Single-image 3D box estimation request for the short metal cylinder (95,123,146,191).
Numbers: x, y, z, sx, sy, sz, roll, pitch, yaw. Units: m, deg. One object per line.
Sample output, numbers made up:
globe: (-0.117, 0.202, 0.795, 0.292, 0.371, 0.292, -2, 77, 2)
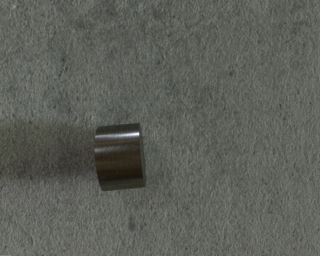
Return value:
short metal cylinder: (-0.046, 0.035, 0.382, 0.050, 0.080, 0.079, -6, 90, 0)
